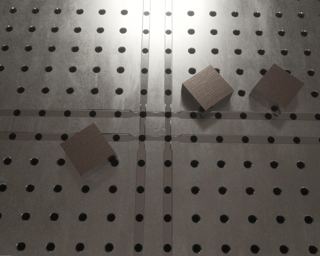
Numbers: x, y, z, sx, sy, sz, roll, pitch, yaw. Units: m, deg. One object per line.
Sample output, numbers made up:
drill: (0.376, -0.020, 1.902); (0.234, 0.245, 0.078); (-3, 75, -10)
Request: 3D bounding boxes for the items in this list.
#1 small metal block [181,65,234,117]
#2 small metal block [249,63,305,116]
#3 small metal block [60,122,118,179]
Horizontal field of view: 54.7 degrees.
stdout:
small metal block: (0.065, -0.052, 0.431); (0.050, 0.025, 0.050); (-34, 74, -12)
small metal block: (0.163, -0.054, 0.433); (0.050, 0.025, 0.050); (39, 74, 12)
small metal block: (-0.091, 0.030, 0.400); (0.050, 0.025, 0.050); (-34, 74, -12)
